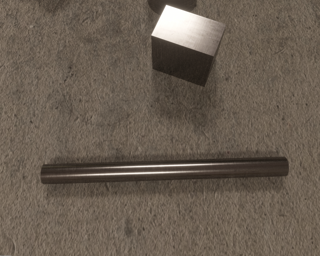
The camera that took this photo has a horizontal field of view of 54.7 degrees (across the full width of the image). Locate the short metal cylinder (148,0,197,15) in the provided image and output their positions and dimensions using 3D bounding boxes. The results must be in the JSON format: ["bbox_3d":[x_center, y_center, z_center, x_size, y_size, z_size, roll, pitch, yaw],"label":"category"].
[{"bbox_3d":[0.020,-0.218,0.475,0.081,0.050,0.080,0,70,0],"label":"short metal cylinder"}]

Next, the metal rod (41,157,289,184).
[{"bbox_3d":[0.007,0.053,0.388,0.302,0.025,0.025,-2,70,-1],"label":"metal rod"}]

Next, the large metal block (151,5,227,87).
[{"bbox_3d":[0.036,-0.108,0.419,0.080,0.080,0.050,21,71,7],"label":"large metal block"}]
